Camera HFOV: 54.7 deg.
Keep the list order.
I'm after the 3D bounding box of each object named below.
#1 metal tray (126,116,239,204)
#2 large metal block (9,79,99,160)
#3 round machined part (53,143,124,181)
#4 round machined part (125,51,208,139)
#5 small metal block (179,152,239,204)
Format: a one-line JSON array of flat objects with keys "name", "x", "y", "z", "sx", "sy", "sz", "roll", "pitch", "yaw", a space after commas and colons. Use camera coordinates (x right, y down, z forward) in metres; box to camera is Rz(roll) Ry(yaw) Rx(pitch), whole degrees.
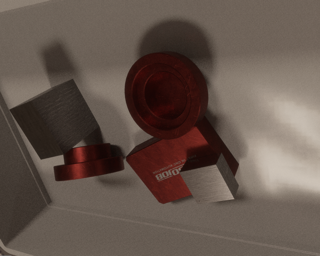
[{"name": "metal tray", "x": 0.027, "y": 0.047, "z": 0.419, "sx": 0.130, "sy": 0.030, "sz": 0.090, "roll": -28, "pitch": 103, "yaw": 37}, {"name": "large metal block", "x": -0.146, "y": -0.013, "z": 0.439, "sx": 0.050, "sy": 0.080, "sz": 0.080, "roll": -14, "pitch": 111, "yaw": 33}, {"name": "round machined part", "x": -0.104, "y": 0.047, "z": 0.451, "sx": 0.098, "sy": 0.099, "sz": 0.042, "roll": -11, "pitch": 86, "yaw": 32}, {"name": "round machined part", "x": 0.011, "y": -0.039, "z": 0.358, "sx": 0.098, "sy": 0.042, "sz": 0.097, "roll": 11, "pitch": 112, "yaw": 29}, {"name": "small metal block", "x": 0.060, "y": 0.062, "z": 0.375, "sx": 0.050, "sy": 0.025, "sz": 0.050, "roll": -18, "pitch": 109, "yaw": 34}]
